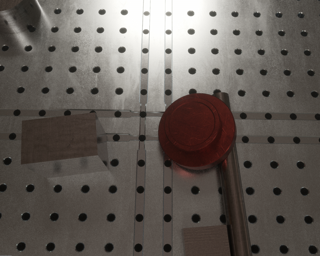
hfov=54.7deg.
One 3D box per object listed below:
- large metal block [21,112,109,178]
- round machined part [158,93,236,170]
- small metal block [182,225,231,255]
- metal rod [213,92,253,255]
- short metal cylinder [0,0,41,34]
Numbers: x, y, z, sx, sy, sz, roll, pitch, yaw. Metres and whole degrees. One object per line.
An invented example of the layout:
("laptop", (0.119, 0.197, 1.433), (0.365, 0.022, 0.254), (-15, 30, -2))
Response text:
("large metal block", (-0.109, 0.024, 0.373), (0.081, 0.080, 0.050), (-7, 70, -3))
("round machined part", (0.044, 0.001, 0.388), (0.098, 0.042, 0.098), (-6, 70, 17))
("small metal block", (0.054, 0.141, 0.361), (0.050, 0.025, 0.050), (-4, 70, -2))
("metal rod", (0.091, 0.096, 0.377), (0.025, 0.025, 0.299), (-3, 70, -2))
("short metal cylinder", (-0.228, -0.190, 0.465), (0.081, 0.050, 0.080), (0, 70, 0))
